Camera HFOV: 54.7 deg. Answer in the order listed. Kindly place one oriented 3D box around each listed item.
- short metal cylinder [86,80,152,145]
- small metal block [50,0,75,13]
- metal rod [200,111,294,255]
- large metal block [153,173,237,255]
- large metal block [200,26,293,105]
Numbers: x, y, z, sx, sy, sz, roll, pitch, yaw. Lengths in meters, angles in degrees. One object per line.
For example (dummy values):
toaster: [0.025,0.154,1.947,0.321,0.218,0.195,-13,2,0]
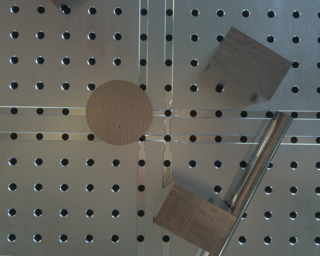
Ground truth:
short metal cylinder: [-0.050,-0.019,0.400,0.081,0.050,0.079,0,90,-1]
small metal block: [-0.134,-0.193,0.411,0.050,0.025,0.050,-43,91,0]
metal rod: [0.097,0.115,0.414,0.025,0.025,0.299,28,90,-1]
large metal block: [0.039,0.103,0.387,0.080,0.080,0.050,29,90,-1]
large metal block: [0.102,-0.073,0.387,0.080,0.080,0.050,31,90,-1]
